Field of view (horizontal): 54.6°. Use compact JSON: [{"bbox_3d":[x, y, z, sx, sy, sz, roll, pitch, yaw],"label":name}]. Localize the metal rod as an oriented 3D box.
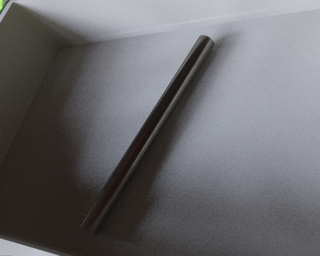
[{"bbox_3d":[-0.010,-0.001,0.409,0.025,0.025,0.300,22,73,36],"label":"metal rod"}]
